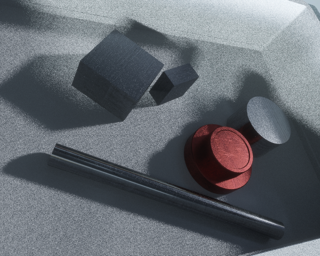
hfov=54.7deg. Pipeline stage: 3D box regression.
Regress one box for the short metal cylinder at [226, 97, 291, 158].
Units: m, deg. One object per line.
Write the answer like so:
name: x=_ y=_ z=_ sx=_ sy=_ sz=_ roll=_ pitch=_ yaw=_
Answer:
short metal cylinder: x=0.150 y=-0.001 z=0.474 sx=0.081 sy=0.050 sz=0.080 roll=14 pitch=56 yaw=-21

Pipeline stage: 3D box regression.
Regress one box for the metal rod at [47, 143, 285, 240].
metal rod: x=0.020 y=0.081 z=0.368 sx=0.302 sy=0.025 sz=0.025 roll=22 pitch=54 yaw=-16

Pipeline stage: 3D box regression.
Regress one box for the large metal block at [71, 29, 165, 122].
large metal block: x=-0.053 y=-0.070 z=0.405 sx=0.080 sy=0.050 sz=0.080 roll=36 pitch=51 yaw=-5

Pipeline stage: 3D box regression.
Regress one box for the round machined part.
round machined part: x=0.086 y=0.037 z=0.421 sx=0.099 sy=0.042 sz=0.098 roll=14 pitch=56 yaw=-21

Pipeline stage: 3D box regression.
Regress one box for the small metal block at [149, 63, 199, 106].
small metal block: x=0.020 y=-0.062 z=0.440 sx=0.050 sy=0.050 sz=0.025 roll=-25 pitch=76 yaw=-37
